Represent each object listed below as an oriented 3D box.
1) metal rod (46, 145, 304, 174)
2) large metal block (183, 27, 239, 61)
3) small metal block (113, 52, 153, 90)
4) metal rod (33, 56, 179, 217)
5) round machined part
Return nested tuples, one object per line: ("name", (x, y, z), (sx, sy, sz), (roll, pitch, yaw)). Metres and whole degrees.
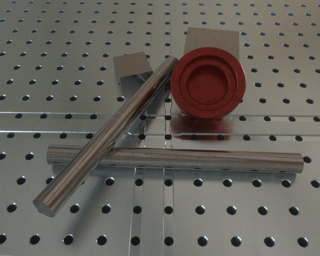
("metal rod", (0.017, 0.038, 0.376), (0.302, 0.025, 0.025), (2, 50, 1))
("large metal block", (0.079, -0.111, 0.486), (0.080, 0.050, 0.080), (7, 50, 5))
("small metal block", (-0.042, -0.090, 0.483), (0.050, 0.025, 0.050), (-14, 52, -12))
("metal rod", (-0.044, -0.014, 0.393), (0.025, 0.025, 0.301), (21, 45, 16))
("round machined part", (0.065, -0.057, 0.427), (0.099, 0.042, 0.097), (-1, 83, 5))
